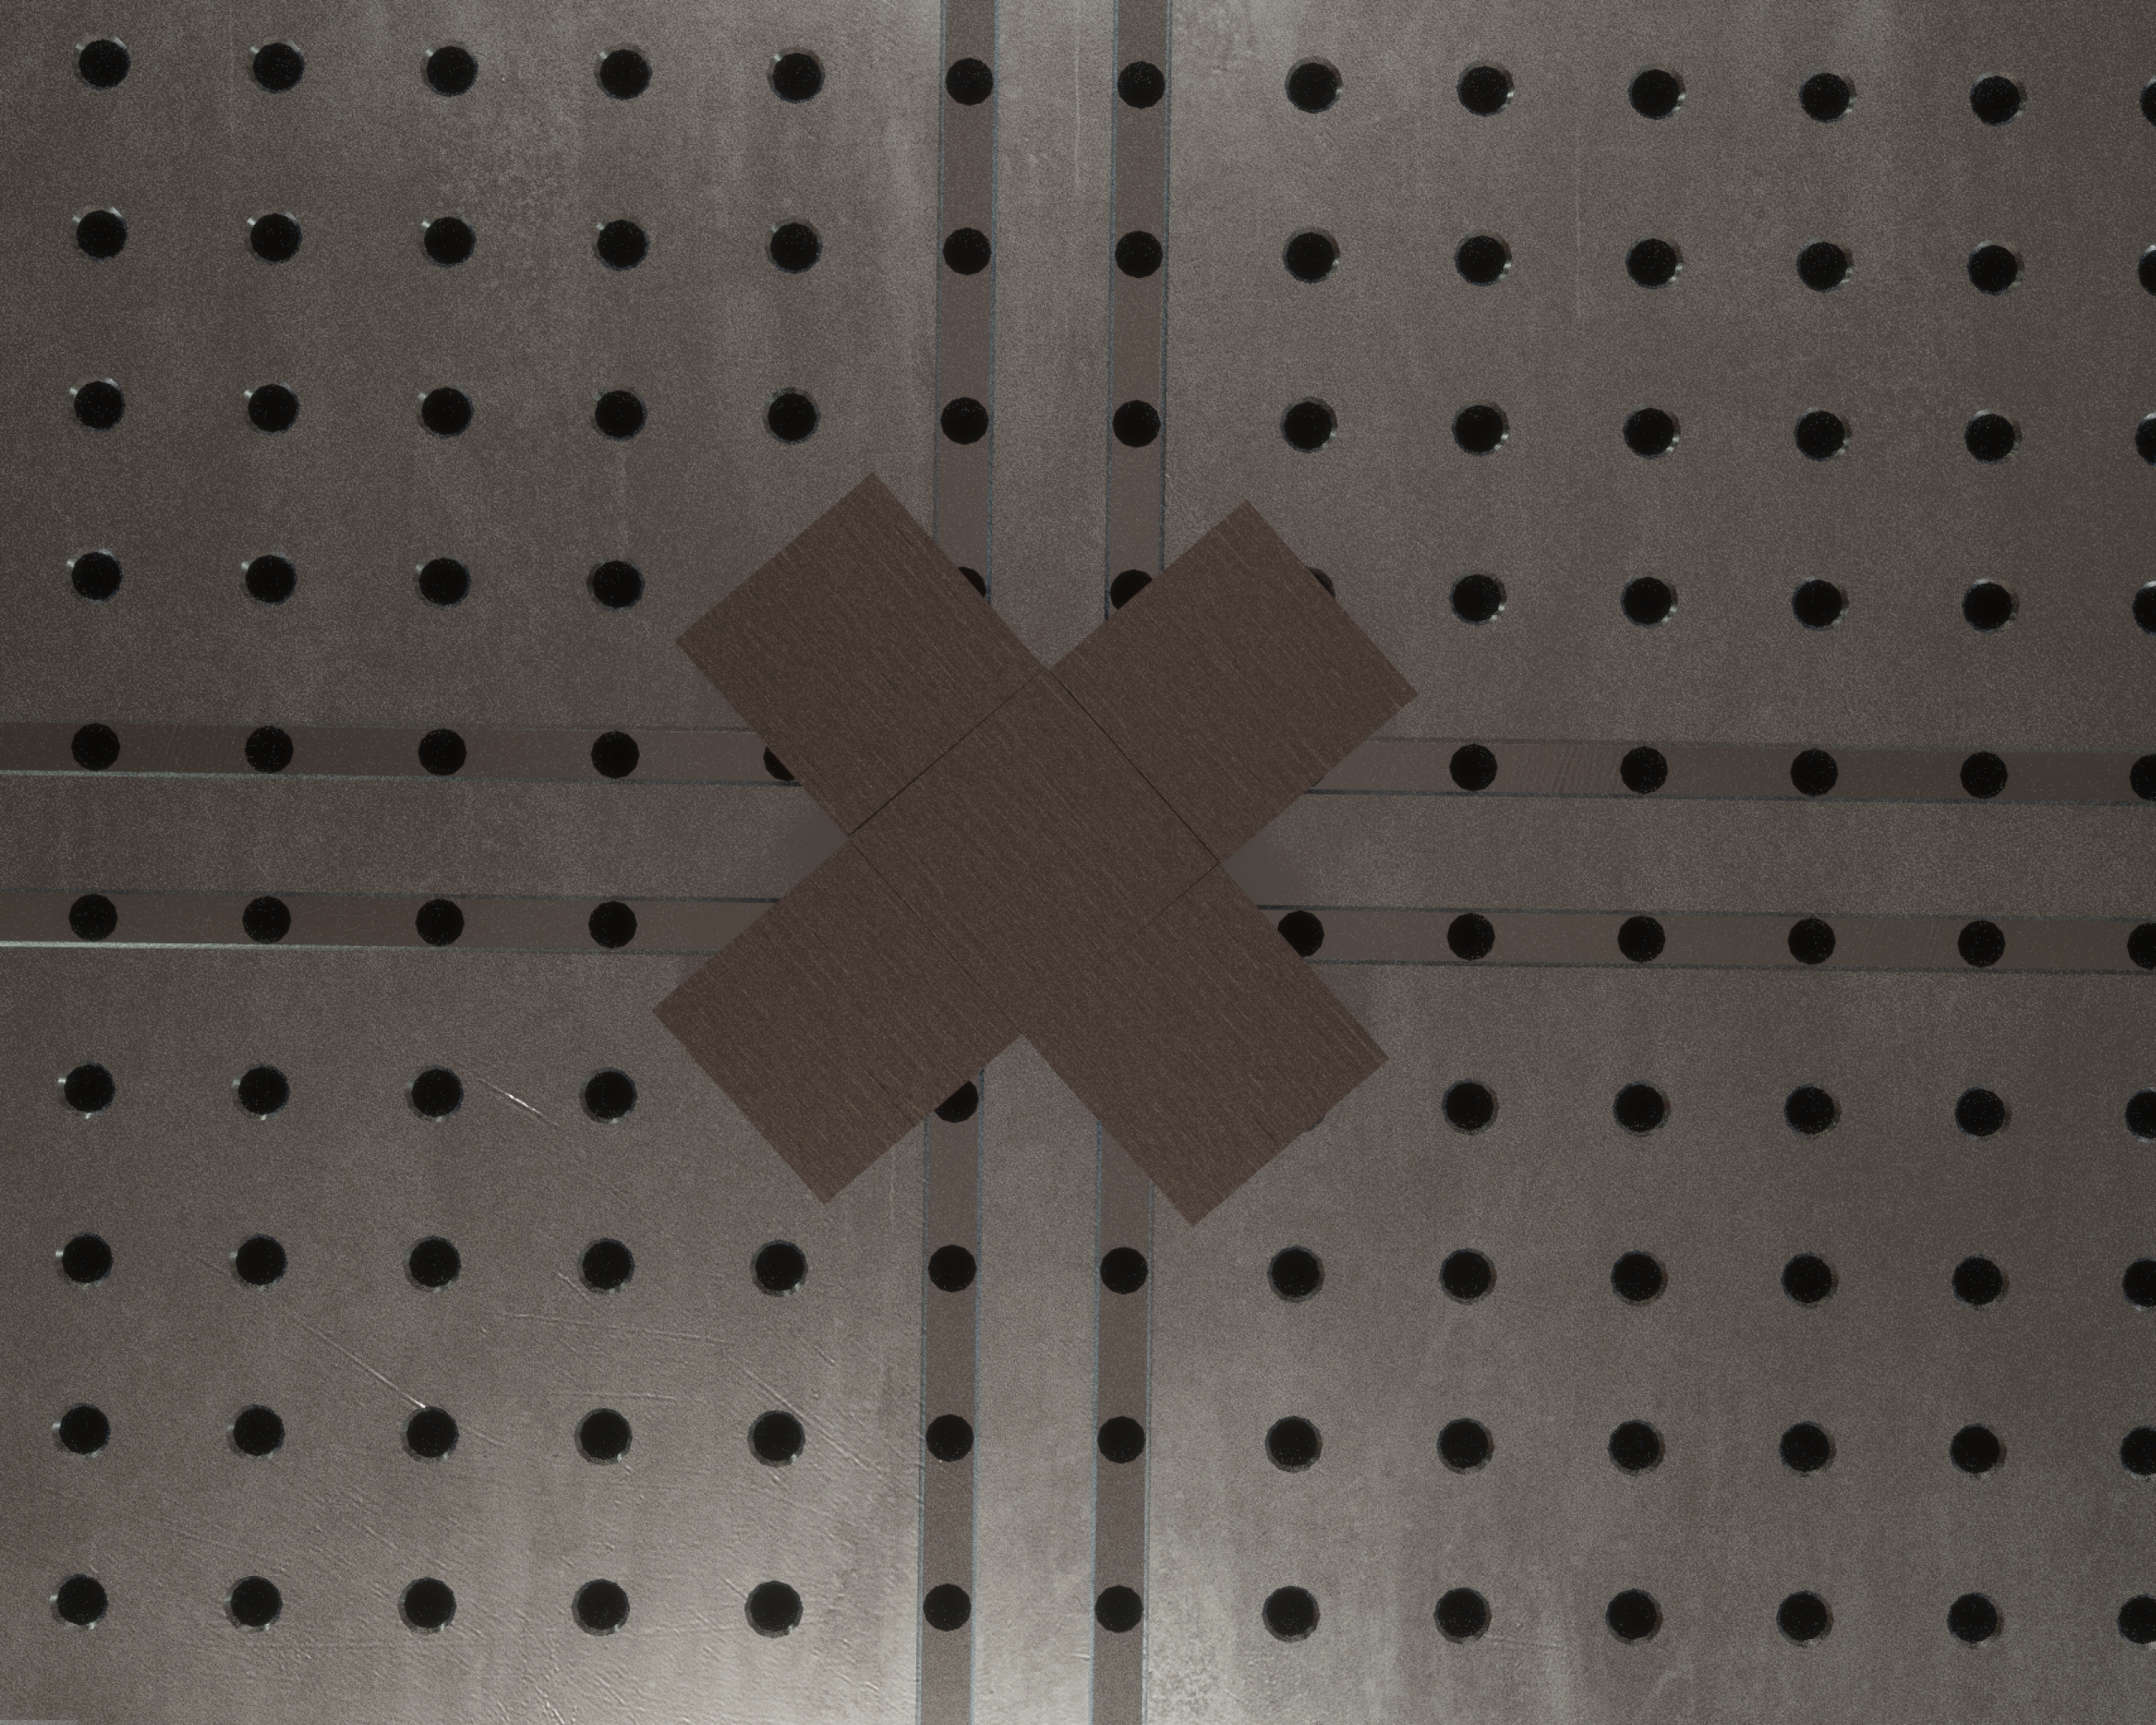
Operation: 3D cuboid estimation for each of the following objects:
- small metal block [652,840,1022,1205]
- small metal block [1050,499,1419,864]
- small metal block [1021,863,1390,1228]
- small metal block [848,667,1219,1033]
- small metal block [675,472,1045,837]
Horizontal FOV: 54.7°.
[{"bbox_3d":[-0.046,0.031,0.413,0.050,0.025,0.050,-41,91,0],"label":"small metal block"},{"bbox_3d":[0.030,-0.035,0.413,0.050,0.025,0.050,-41,91,0],"label":"small metal block"},{"bbox_3d":[0.025,0.035,0.414,0.050,0.025,0.050,-41,91,0],"label":"small metal block"},{"bbox_3d":[-0.009,-0.002,0.412,0.050,0.025,0.050,-41,91,0],"label":"small metal block"},{"bbox_3d":[-0.042,-0.040,0.413,0.050,0.025,0.050,-41,91,0],"label":"small metal block"}]
